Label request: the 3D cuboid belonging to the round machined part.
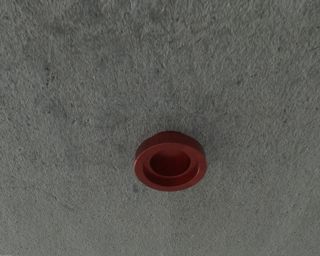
[{"bbox_3d":[0.014,0.042,0.434,0.099,0.042,0.097,-1,130,0],"label":"round machined part"}]
